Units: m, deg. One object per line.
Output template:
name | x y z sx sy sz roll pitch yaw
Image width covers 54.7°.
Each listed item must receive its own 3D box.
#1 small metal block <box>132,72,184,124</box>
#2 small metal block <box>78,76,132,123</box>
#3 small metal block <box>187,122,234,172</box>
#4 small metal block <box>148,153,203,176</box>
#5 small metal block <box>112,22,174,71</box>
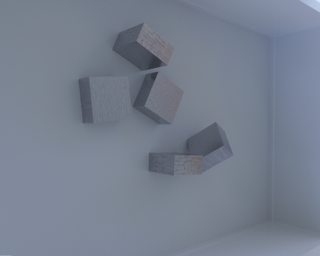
small metal block | -0.001 -0.038 0.408 0.050 0.025 0.050 33 70 -36
small metal block | -0.062 -0.033 0.356 0.050 0.025 0.050 -8 96 -40
small metal block | 0.070 0.027 0.438 0.025 0.050 0.050 44 24 -32
small metal block | 0.021 0.047 0.410 0.050 0.050 0.025 4 88 -40
small metal block | -0.020 -0.096 0.375 0.050 0.050 0.025 31 71 -36
